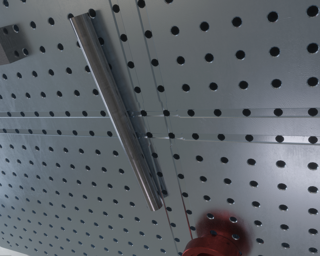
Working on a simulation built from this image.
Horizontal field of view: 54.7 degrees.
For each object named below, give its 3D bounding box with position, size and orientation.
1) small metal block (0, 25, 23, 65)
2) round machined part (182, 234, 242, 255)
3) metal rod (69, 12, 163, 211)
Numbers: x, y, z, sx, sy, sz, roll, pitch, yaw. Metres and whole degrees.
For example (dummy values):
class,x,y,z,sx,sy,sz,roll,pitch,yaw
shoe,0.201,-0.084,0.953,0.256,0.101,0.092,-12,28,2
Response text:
class,x,y,z,sx,sy,sz,roll,pitch,yaw
small metal block,-0.242,-0.121,0.464,0.050,0.025,0.050,-2,118,29
round machined part,0.086,0.205,0.482,0.098,0.042,0.097,13,124,21
metal rod,-0.053,-0.007,0.434,0.025,0.025,0.298,-6,116,31
